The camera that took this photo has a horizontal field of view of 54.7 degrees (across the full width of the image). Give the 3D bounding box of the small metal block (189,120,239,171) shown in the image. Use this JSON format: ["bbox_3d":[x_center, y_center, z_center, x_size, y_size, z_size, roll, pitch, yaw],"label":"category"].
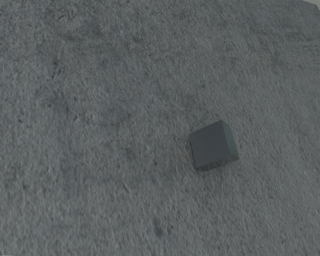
[{"bbox_3d":[0.071,0.024,0.409,0.025,0.050,0.050,25,47,-48],"label":"small metal block"}]
